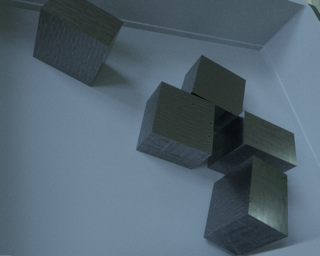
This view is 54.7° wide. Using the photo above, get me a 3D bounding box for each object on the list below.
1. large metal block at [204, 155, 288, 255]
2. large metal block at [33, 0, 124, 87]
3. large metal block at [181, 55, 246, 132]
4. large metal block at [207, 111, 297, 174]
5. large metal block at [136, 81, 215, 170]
[{"bbox_3d":[0.101,0.092,0.365,0.050,0.080,0.080,31,45,-9],"label":"large metal block"},{"bbox_3d":[-0.102,-0.109,0.383,0.080,0.080,0.050,28,52,-11],"label":"large metal block"},{"bbox_3d":[0.077,-0.049,0.463,0.080,0.050,0.080,27,52,-12],"label":"large metal block"},{"bbox_3d":[0.122,0.031,0.419,0.080,0.080,0.050,23,53,-15],"label":"large metal block"},{"bbox_3d":[0.022,-0.002,0.405,0.080,0.050,0.080,21,54,-16],"label":"large metal block"}]
